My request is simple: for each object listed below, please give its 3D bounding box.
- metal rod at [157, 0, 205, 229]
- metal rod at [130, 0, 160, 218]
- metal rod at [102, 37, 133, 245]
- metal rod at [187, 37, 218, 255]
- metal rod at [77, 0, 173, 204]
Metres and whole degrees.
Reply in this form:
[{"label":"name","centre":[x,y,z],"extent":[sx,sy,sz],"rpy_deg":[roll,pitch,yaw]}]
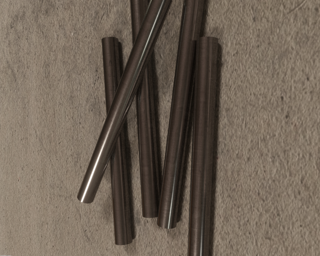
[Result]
[{"label":"metal rod","centre":[0.026,-0.024,0.381],"extent":[0.025,0.025,0.298],"rpy_deg":[11,97,39]},{"label":"metal rod","centre":[-0.020,-0.032,0.419],"extent":[0.025,0.025,0.298],"rpy_deg":[-6,86,39]},{"label":"metal rod","centre":[-0.064,0.016,0.454],"extent":[0.025,0.025,0.298],"rpy_deg":[-7,85,39]},{"label":"metal rod","centre":[0.049,0.046,0.362],"extent":[0.025,0.025,0.298],"rpy_deg":[4,92,39]},{"label":"metal rod","centre":[-0.054,-0.026,0.412],"extent":[0.025,0.025,0.298],"rpy_deg":[36,112,33]}]
